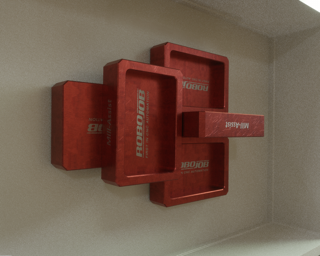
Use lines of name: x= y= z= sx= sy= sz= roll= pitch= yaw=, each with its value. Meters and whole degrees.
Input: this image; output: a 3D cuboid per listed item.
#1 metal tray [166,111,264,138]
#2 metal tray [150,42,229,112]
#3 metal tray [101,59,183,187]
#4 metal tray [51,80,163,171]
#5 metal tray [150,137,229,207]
metal tray: x=0.068 y=-0.004 z=0.420 sx=0.131 sy=0.090 sz=0.030 roll=1 pitch=90 yaw=-40
metal tray: x=0.046 y=-0.064 z=0.442 sx=0.131 sy=0.030 sz=0.089 roll=1 pitch=90 yaw=-40
metal tray: x=-0.018 y=-0.005 z=0.348 sx=0.091 sy=0.030 sz=0.129 roll=1 pitch=89 yaw=-40
metal tray: x=-0.055 y=-0.002 z=0.355 sx=0.131 sy=0.030 sz=0.089 roll=0 pitch=90 yaw=-40
metal tray: x=0.046 y=0.056 z=0.442 sx=0.131 sy=0.030 sz=0.089 roll=1 pitch=90 yaw=-40
